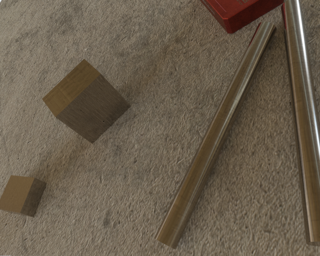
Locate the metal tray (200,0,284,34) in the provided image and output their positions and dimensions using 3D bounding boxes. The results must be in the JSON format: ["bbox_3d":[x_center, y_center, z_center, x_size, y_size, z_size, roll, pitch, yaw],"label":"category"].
[{"bbox_3d":[0.112,-0.209,0.469,0.090,0.030,0.130,-30,52,8],"label":"metal tray"}]

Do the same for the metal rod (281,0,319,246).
[{"bbox_3d":[0.157,-0.030,0.339,0.025,0.025,0.299,-7,59,24],"label":"metal rod"}]

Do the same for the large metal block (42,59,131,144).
[{"bbox_3d":[-0.102,-0.036,0.443,0.080,0.080,0.050,-45,51,-3],"label":"large metal block"}]

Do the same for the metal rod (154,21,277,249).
[{"bbox_3d":[0.073,-0.005,0.367,0.025,0.025,0.300,17,70,34],"label":"metal rod"}]

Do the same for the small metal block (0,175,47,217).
[{"bbox_3d":[-0.199,0.098,0.446,0.050,0.025,0.050,0,62,28],"label":"small metal block"}]
